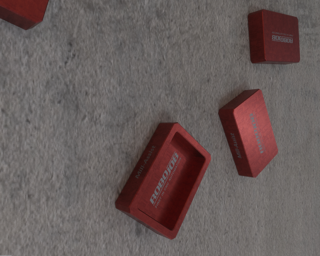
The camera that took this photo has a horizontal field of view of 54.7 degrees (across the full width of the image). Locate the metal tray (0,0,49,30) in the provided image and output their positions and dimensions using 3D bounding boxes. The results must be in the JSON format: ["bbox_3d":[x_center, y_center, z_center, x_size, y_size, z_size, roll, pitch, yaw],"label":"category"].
[{"bbox_3d":[-0.140,-0.170,0.284,0.091,0.030,0.129,21,77,-38],"label":"metal tray"}]

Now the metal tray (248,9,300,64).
[{"bbox_3d":[0.220,-0.169,0.589,0.131,0.030,0.089,-9,96,-40],"label":"metal tray"}]

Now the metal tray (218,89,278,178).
[{"bbox_3d":[0.156,0.009,0.535,0.091,0.030,0.129,-35,112,-35],"label":"metal tray"}]

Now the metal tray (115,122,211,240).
[{"bbox_3d":[0.010,0.068,0.411,0.090,0.030,0.130,43,64,-32],"label":"metal tray"}]
